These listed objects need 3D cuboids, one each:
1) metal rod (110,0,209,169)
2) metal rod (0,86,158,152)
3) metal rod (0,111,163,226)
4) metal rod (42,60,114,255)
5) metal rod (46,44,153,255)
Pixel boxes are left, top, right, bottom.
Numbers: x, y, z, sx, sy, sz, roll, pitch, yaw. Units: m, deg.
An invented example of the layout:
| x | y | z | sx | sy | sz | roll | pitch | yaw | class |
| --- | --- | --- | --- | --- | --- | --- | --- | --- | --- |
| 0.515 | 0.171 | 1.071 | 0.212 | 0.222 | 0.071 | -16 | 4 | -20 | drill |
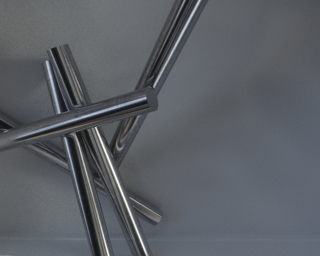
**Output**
| x | y | z | sx | sy | sz | roll | pitch | yaw | class |
| --- | --- | --- | --- | --- | --- | --- | --- | --- | --- |
| -0.017 | -0.035 | 0.334 | 0.025 | 0.025 | 0.298 | 23 | 133 | -9 | metal rod |
| -0.141 | 0.004 | 0.362 | 0.300 | 0.025 | 0.025 | -13 | 111 | 24 | metal rod |
| -0.124 | 0.051 | 0.428 | 0.301 | 0.025 | 0.025 | 34 | 106 | -12 | metal rod |
| -0.092 | 0.063 | 0.372 | 0.025 | 0.025 | 0.298 | -16 | 86 | 5 | metal rod |
| -0.067 | 0.046 | 0.385 | 0.025 | 0.025 | 0.298 | -18 | 105 | 6 | metal rod |
